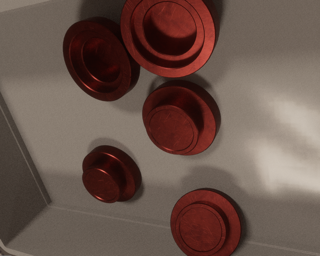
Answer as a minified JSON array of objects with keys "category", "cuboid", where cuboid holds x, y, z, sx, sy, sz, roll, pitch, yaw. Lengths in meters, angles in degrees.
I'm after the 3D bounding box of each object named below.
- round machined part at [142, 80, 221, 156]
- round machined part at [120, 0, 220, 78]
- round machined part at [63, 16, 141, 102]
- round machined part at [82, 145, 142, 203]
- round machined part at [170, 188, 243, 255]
[{"category":"round machined part","cuboid":[0.021,-0.006,0.382,0.098,0.042,0.097,13,124,20]},{"category":"round machined part","cuboid":[0.013,-0.105,0.319,0.098,0.042,0.097,12,130,14]},{"category":"round machined part","cuboid":[-0.065,-0.085,0.374,0.098,0.042,0.097,17,127,23]},{"category":"round machined part","cuboid":[-0.082,0.079,0.488,0.098,0.042,0.097,13,124,20]},{"category":"round machined part","cuboid":[0.060,0.132,0.418,0.098,0.042,0.097,-2,85,22]}]
